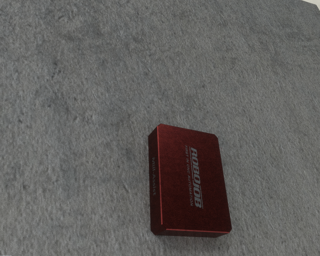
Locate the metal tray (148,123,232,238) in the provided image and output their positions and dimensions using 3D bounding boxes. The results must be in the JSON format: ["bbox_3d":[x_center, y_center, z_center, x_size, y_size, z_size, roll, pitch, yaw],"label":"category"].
[{"bbox_3d":[0.034,0.064,0.382,0.091,0.030,0.130,11,57,-23],"label":"metal tray"}]
